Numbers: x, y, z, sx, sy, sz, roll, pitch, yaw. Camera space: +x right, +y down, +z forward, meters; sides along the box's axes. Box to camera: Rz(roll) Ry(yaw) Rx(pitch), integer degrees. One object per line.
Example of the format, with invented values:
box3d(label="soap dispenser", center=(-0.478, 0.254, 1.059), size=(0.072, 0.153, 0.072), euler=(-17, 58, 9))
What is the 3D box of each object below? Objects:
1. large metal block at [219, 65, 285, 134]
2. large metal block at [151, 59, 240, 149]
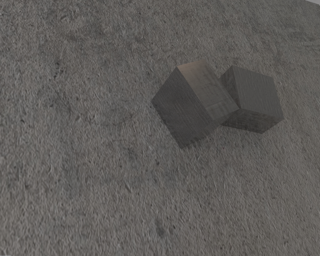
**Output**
box3d(label="large metal block", center=(0.138, -0.044, 0.488), size=(0.081, 0.050, 0.080), euler=(11, 57, -22))
box3d(label="large metal block", center=(0.043, -0.031, 0.410), size=(0.050, 0.080, 0.080), euler=(-22, 74, -36))
